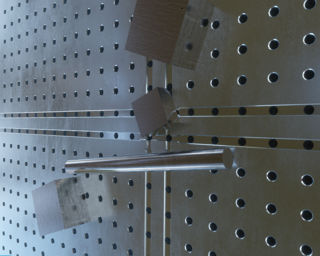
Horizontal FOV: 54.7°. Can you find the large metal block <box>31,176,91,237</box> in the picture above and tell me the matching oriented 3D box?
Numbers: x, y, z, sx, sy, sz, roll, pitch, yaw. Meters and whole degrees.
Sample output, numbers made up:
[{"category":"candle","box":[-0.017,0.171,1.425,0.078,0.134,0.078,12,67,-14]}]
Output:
[{"category":"large metal block","box":[-0.172,0.135,0.536,0.080,0.050,0.080,-26,74,37]}]

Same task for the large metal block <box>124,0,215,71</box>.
[{"category":"large metal block","box":[0.010,-0.123,0.385,0.080,0.050,0.079,27,107,36]}]

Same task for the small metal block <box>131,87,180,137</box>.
[{"category":"small metal block","box":[-0.007,-0.020,0.415,0.050,0.025,0.050,-28,73,36]}]

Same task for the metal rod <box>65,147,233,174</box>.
[{"category":"metal rod","box":[-0.039,0.050,0.441,0.300,0.025,0.025,-8,85,39]}]
